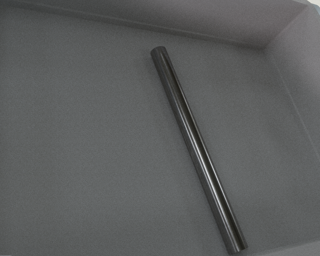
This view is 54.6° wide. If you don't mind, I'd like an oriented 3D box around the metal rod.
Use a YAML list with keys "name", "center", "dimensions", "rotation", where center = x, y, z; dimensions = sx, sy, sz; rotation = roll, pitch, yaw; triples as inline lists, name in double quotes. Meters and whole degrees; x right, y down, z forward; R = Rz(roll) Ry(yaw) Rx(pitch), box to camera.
- name: "metal rod"
  center: [0.045, 0.014, 0.420]
  dimensions: [0.025, 0.025, 0.299]
  rotation: [-7, 65, -31]
